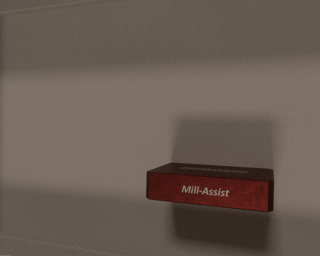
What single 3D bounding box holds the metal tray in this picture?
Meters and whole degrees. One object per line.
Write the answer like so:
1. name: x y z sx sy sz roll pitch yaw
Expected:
1. metal tray: 0.060 0.063 0.354 0.130 0.090 0.030 1 91 19
